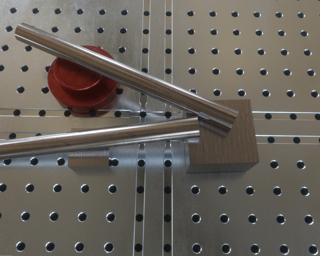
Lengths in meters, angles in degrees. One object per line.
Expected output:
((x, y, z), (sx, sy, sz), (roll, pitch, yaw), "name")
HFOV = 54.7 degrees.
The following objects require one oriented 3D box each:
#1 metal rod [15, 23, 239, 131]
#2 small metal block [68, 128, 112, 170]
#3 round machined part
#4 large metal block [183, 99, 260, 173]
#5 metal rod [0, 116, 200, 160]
((-0.049, -0.068, 0.385), (0.301, 0.025, 0.025), (24, 72, 11), "metal rod")
((-0.089, 0.028, 0.401), (0.050, 0.025, 0.050), (0, 70, -1), "small metal block")
((-0.106, -0.074, 0.428), (0.099, 0.042, 0.098), (0, 70, -1), "round machined part")
((0.073, 0.011, 0.392), (0.081, 0.050, 0.080), (-2, 70, -1), "large metal block")
((-0.104, 0.016, 0.375), (0.301, 0.025, 0.025), (-7, 70, 8), "metal rod")
